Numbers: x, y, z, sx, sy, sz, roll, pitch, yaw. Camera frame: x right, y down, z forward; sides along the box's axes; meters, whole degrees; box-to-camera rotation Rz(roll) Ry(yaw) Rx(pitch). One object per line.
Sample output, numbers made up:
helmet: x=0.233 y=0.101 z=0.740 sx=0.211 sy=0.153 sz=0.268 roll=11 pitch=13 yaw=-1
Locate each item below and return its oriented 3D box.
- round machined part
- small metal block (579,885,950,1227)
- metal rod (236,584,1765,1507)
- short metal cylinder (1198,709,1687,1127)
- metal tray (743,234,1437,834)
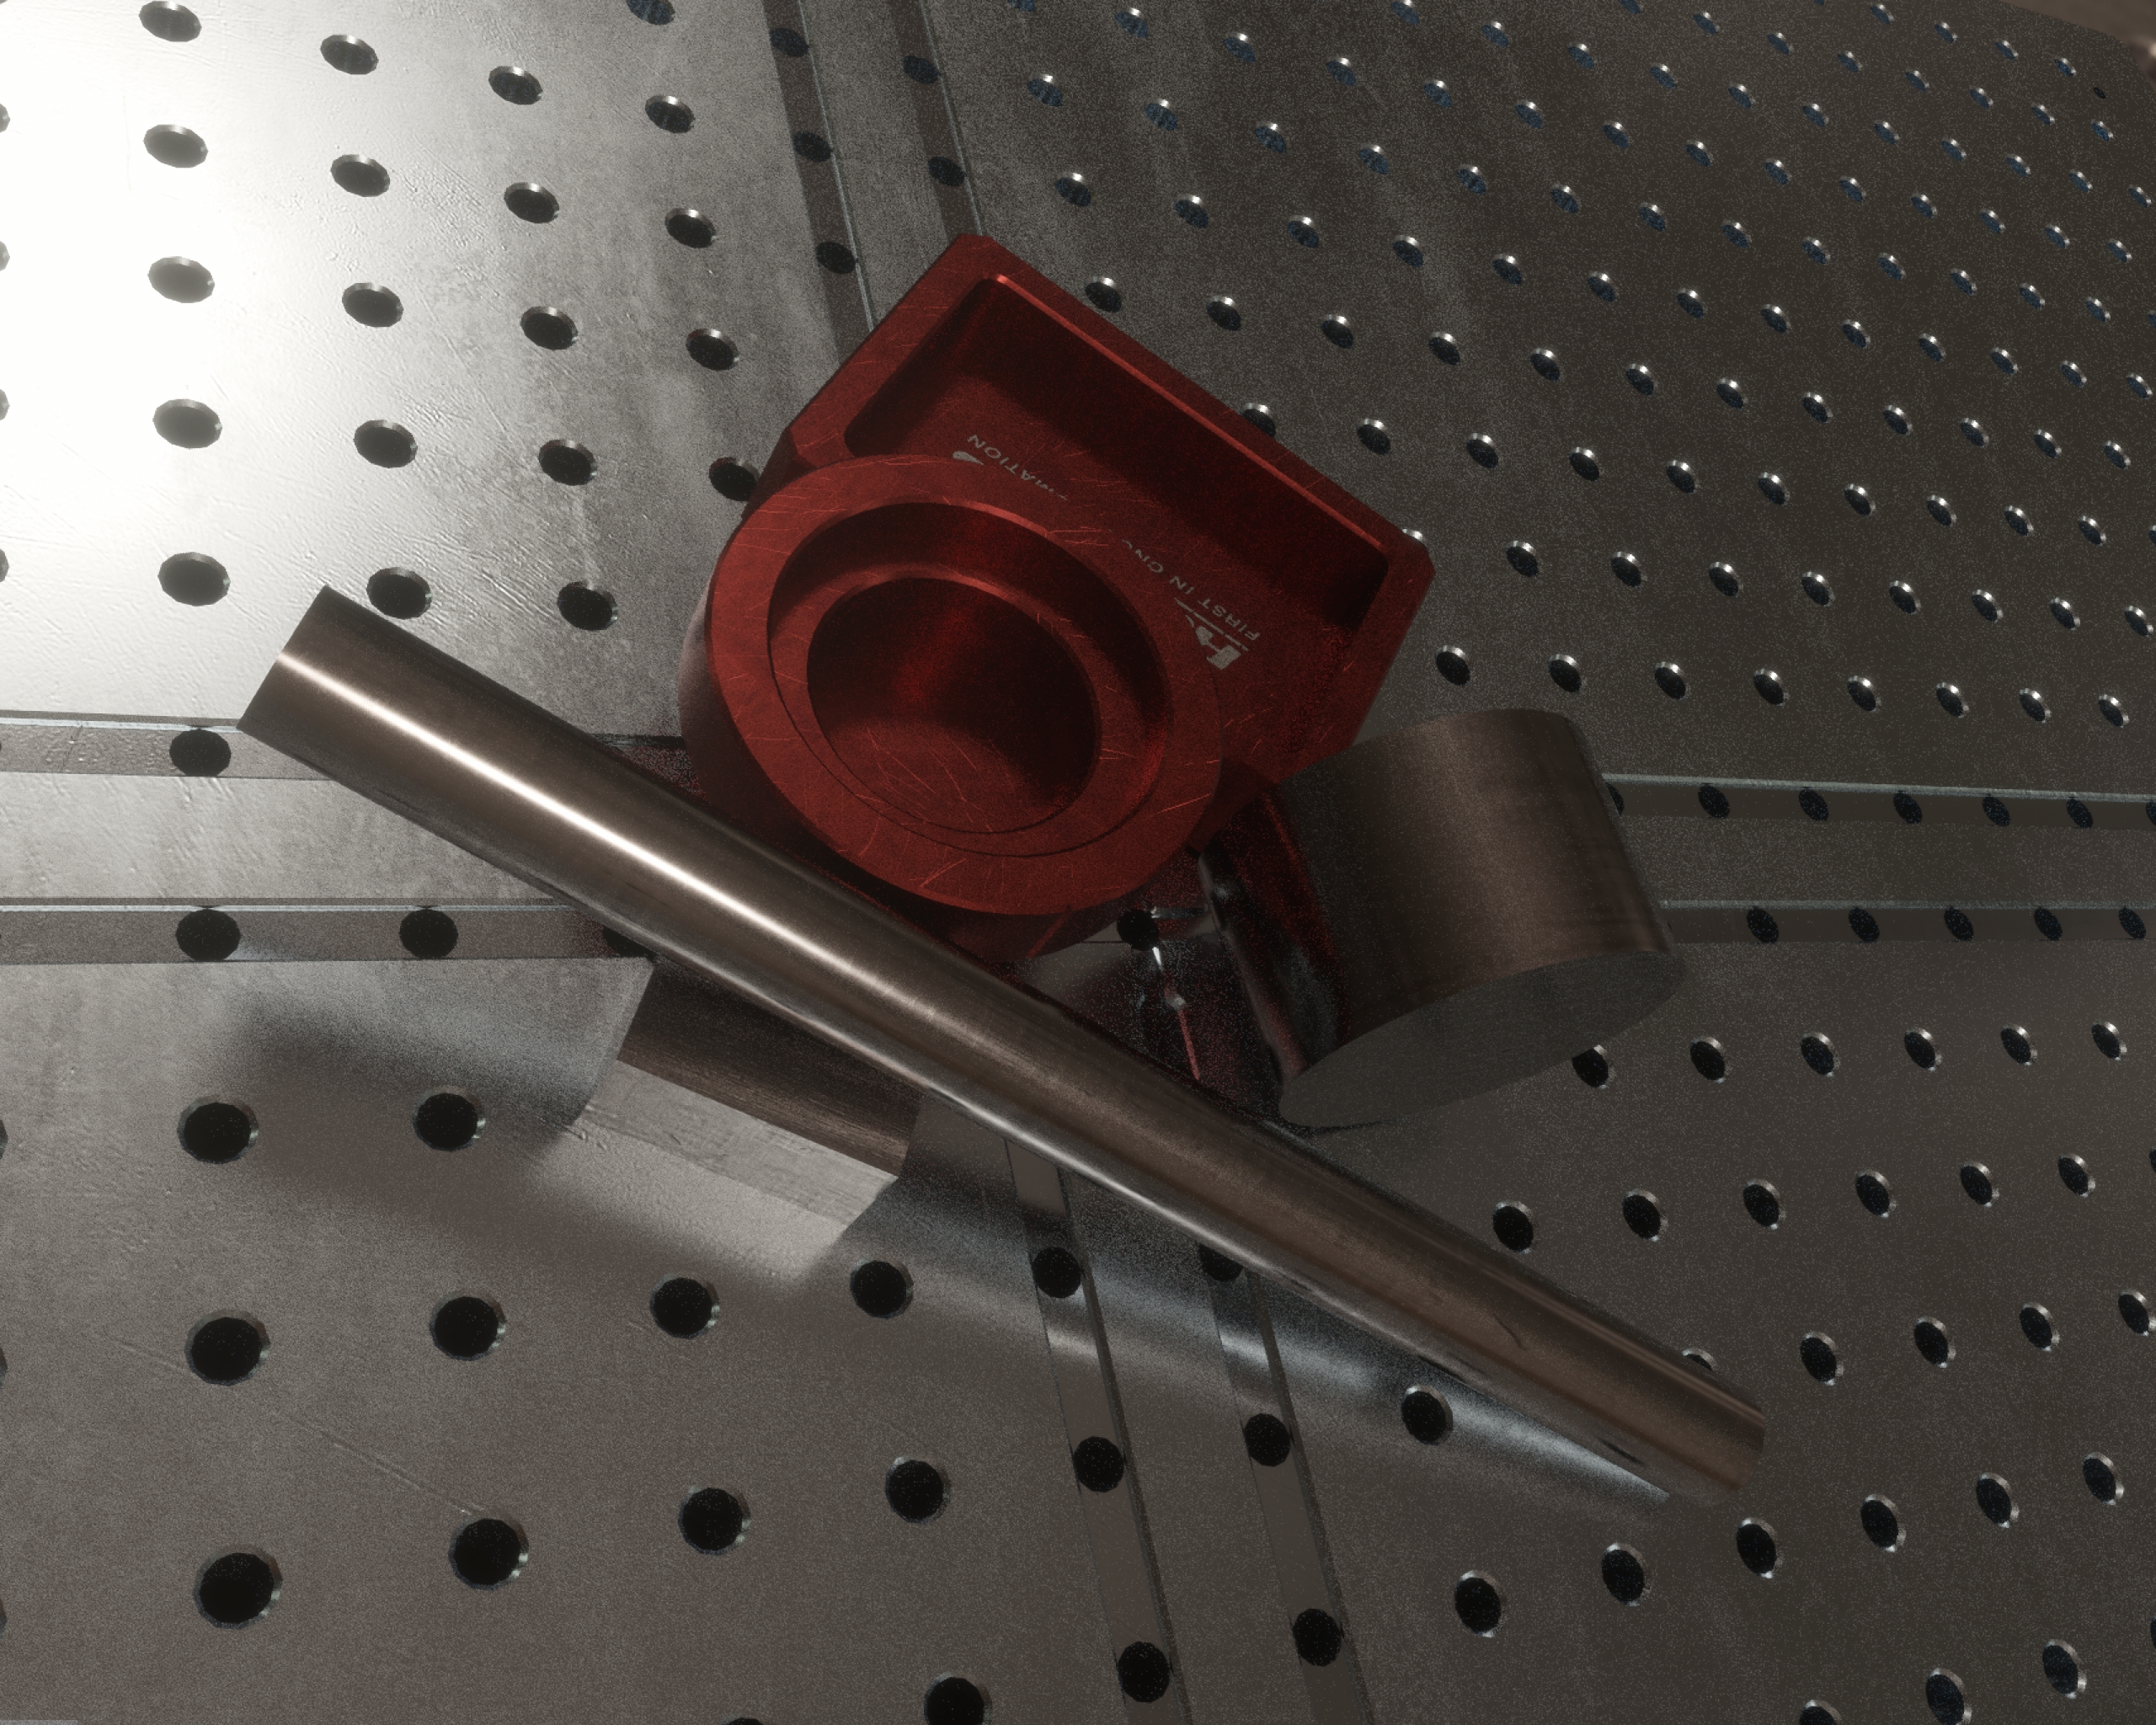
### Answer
round machined part: x=-0.026 y=-0.025 z=0.389 sx=0.099 sy=0.042 sz=0.098 roll=12 pitch=57 yaw=-19
small metal block: x=-0.052 y=0.028 z=0.364 sx=0.050 sy=0.025 sz=0.050 roll=25 pitch=53 yaw=-13
metal rod: x=0.004 y=0.042 z=0.360 sx=0.301 sy=0.025 sz=0.025 roll=31 pitch=51 yaw=-20
short metal cylinder: x=0.069 y=0.012 z=0.403 sx=0.081 sy=0.080 sz=0.050 roll=-4 pitch=64 yaw=-30
metal tray: x=0.006 y=-0.068 z=0.450 sx=0.130 sy=0.030 sz=0.090 roll=34 pitch=51 yaw=-6
